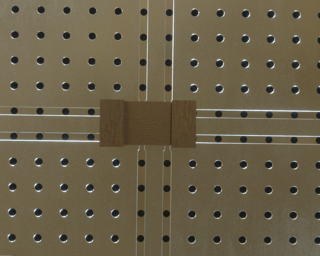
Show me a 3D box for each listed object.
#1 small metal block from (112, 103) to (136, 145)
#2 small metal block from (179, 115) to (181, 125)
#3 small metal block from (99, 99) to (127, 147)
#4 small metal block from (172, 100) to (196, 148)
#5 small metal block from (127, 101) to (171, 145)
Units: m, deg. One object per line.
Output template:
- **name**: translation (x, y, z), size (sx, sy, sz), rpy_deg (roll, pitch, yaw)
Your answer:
- **small metal block**: translation (-0.045, -0.005, 0.400), size (0.025, 0.050, 0.050), rpy_deg (1, 90, 0)
- **small metal block**: translation (0.020, -0.004, 0.401), size (0.025, 0.050, 0.050), rpy_deg (-1, 90, 0)
- **small metal block**: translation (-0.051, -0.005, 0.349), size (0.025, 0.050, 0.050), rpy_deg (1, 90, 0)
- **small metal block**: translation (0.025, -0.004, 0.350), size (0.025, 0.050, 0.050), rpy_deg (1, 90, 0)
- **small metal block**: translation (-0.013, -0.006, 0.364), size (0.050, 0.025, 0.050), rpy_deg (1, 90, -1)
